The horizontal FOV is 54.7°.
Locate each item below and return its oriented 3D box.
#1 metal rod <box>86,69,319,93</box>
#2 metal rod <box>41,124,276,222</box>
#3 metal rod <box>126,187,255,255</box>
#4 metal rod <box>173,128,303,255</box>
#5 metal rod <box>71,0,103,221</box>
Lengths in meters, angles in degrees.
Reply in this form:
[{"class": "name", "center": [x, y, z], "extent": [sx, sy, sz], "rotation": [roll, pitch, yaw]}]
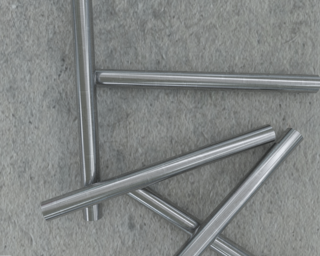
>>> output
[{"class": "metal rod", "center": [0.057, -0.062, 0.410], "extent": [0.302, 0.025, 0.025], "rotation": [1, 90, -1]}, {"class": "metal rod", "center": [0.005, 0.053, 0.391], "extent": [0.302, 0.025, 0.025], "rotation": [-18, 90, -8]}, {"class": "metal rod", "center": [0.082, 0.155, 0.411], "extent": [0.301, 0.025, 0.025], "rotation": [33, 90, -1]}, {"class": "metal rod", "center": [0.076, 0.114, 0.389], "extent": [0.025, 0.025, 0.300], "rotation": [45, 81, 0]}, {"class": "metal rod", "center": [-0.091, -0.030, 0.388], "extent": [0.025, 0.025, 0.298], "rotation": [-1, 98, -1]}]
